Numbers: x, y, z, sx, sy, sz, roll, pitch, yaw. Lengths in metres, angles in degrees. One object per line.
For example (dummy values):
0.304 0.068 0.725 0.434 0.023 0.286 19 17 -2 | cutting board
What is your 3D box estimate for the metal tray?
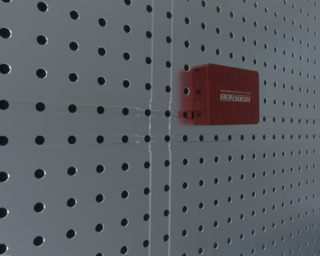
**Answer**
0.109 -0.050 0.496 0.131 0.030 0.090 -2 91 -40 | metal tray
